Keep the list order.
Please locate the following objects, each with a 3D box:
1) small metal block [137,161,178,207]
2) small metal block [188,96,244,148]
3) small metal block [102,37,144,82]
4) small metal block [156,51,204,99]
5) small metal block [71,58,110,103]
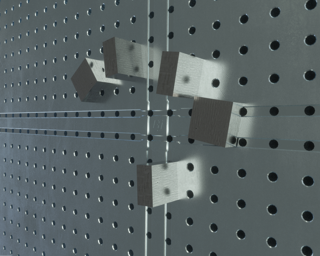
[{"bbox_3d":[-0.003,0.070,0.396,0.025,0.050,0.050,-3,88,40],"label":"small metal block"},{"bbox_3d":[0.063,-0.008,0.358,0.050,0.025,0.050,14,99,39],"label":"small metal block"},{"bbox_3d":[-0.051,-0.095,0.437,0.025,0.050,0.050,-10,84,40],"label":"small metal block"},{"bbox_3d":[0.025,-0.063,0.374,0.025,0.050,0.050,14,99,39],"label":"small metal block"},{"bbox_3d":[-0.115,-0.077,0.506,0.050,0.025,0.050,-44,64,31],"label":"small metal block"}]
